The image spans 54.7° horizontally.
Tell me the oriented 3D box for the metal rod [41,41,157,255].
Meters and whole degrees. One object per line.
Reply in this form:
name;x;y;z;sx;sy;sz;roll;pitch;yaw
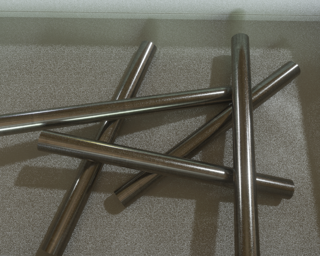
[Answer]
metal rod;-0.070;0.012;0.404;0.025;0.025;0.300;20;71;7

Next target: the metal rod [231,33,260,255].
metal rod;0.100;0.008;0.374;0.025;0.025;0.299;5;64;2

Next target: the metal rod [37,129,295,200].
metal rod;0.013;0.045;0.366;0.302;0.025;0.025;12;70;-6

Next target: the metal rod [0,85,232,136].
metal rod;-0.046;-0.024;0.392;0.302;0.025;0.025;-9;70;-14

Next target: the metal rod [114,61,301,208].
metal rod;0.070;0.001;0.409;0.301;0.025;0.025;-36;74;-12
